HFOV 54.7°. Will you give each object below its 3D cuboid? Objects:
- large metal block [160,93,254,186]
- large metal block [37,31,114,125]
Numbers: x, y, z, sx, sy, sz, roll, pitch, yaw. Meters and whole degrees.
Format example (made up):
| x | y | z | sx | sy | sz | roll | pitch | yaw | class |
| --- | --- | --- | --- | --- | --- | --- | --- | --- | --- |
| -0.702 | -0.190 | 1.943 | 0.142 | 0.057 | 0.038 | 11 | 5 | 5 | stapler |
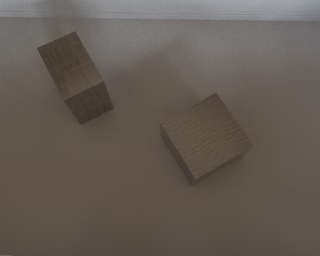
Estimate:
| x | y | z | sx | sy | sz | roll | pitch | yaw | class |
| --- | --- | --- | --- | --- | --- | --- | --- | --- | --- |
| 0.055 | 0.015 | 0.391 | 0.080 | 0.050 | 0.080 | -28 | 73 | -10 | large metal block |
| -0.106 | -0.062 | 0.402 | 0.050 | 0.080 | 0.080 | -28 | 73 | -10 | large metal block |
